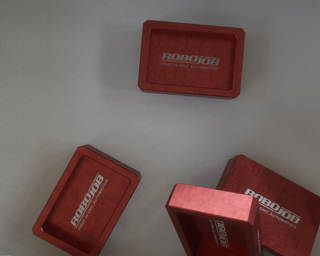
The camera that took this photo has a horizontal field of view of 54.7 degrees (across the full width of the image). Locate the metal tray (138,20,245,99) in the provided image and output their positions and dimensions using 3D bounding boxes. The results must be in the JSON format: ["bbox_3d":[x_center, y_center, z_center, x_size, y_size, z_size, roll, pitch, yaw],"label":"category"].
[{"bbox_3d":[0.040,-0.088,0.408,0.131,0.030,0.089,5,90,0],"label":"metal tray"}]

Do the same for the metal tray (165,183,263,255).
[{"bbox_3d":[0.066,0.119,0.353,0.090,0.129,0.030,5,46,26],"label":"metal tray"}]

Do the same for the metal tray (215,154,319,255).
[{"bbox_3d":[0.135,0.103,0.396,0.130,0.030,0.090,29,71,0],"label":"metal tray"}]

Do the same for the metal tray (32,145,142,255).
[{"bbox_3d":[-0.094,0.098,0.408,0.090,0.030,0.130,29,90,0],"label":"metal tray"}]
